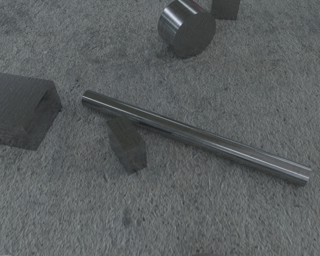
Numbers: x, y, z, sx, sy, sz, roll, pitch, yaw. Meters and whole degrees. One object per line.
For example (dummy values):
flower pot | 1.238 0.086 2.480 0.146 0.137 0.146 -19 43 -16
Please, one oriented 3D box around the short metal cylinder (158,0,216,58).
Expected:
short metal cylinder | 0.043 -0.162 0.504 0.081 0.080 0.050 -23 54 -18

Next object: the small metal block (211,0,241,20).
small metal block | 0.123 -0.234 0.585 0.050 0.050 0.025 5 50 4

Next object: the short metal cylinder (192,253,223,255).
short metal cylinder | 0.040 0.153 0.258 0.081 0.050 0.080 0 50 0

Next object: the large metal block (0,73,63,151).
large metal block | -0.188 -0.023 0.405 0.080 0.050 0.080 10 51 8

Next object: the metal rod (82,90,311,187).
metal rod | 0.033 0.007 0.397 0.301 0.025 0.025 20 53 16

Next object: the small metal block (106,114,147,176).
small metal block | -0.040 0.020 0.370 0.025 0.050 0.050 -25 54 -19
